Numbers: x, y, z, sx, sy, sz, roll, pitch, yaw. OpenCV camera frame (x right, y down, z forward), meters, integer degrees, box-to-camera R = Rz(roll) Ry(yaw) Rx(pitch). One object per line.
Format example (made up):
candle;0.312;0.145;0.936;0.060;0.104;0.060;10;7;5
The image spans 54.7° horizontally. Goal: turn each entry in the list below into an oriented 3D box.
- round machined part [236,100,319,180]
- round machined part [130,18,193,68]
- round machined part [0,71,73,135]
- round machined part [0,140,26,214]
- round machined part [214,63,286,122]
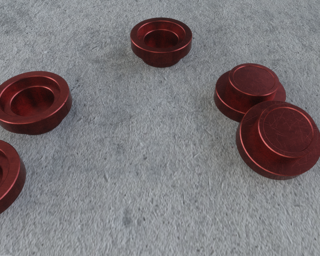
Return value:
round machined part;0.145;0.009;0.369;0.099;0.042;0.098;1;66;-2
round machined part;0.002;-0.136;0.506;0.099;0.042;0.098;0;50;0
round machined part;-0.167;-0.029;0.415;0.099;0.042;0.098;0;50;0
round machined part;-0.197;0.062;0.339;0.099;0.042;0.098;0;50;0
round machined part;0.129;-0.055;0.439;0.099;0.042;0.098;0;50;0
